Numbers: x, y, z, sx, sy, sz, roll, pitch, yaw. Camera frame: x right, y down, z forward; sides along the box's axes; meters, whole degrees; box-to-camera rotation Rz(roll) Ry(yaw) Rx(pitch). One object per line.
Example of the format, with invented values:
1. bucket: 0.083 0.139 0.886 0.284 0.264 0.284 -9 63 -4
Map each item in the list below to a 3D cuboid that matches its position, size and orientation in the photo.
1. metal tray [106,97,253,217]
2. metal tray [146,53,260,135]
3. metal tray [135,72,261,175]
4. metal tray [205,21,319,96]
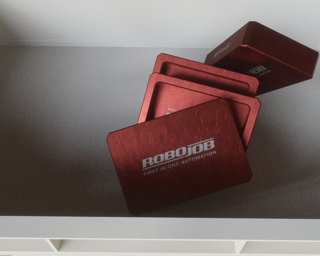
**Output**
1. metal tray: 0.020 0.030 0.329 0.131 0.030 0.090 -18 88 1
2. metal tray: 0.050 -0.036 0.396 0.130 0.030 0.089 18 97 14
3. metal tray: 0.042 -0.007 0.368 0.130 0.030 0.089 17 97 14
4. metal tray: 0.117 -0.080 0.392 0.091 0.130 0.030 21 82 -11
